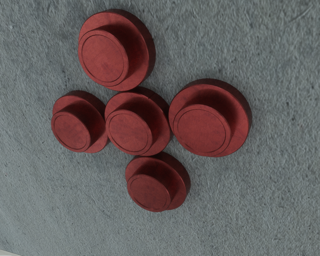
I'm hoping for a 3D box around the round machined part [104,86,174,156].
[{"bbox_3d":[-0.032,-0.003,0.411,0.098,0.042,0.097,13,124,20],"label":"round machined part"}]

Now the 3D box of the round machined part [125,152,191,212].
[{"bbox_3d":[-0.008,0.083,0.451,0.098,0.042,0.097,13,124,20],"label":"round machined part"}]

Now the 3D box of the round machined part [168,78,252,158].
[{"bbox_3d":[0.054,-0.005,0.365,0.098,0.042,0.097,13,124,20],"label":"round machined part"}]

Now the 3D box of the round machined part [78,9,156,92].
[{"bbox_3d":[-0.058,-0.089,0.372,0.098,0.042,0.097,13,124,20],"label":"round machined part"}]

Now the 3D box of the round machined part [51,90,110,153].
[{"bbox_3d":[-0.119,-0.003,0.456,0.098,0.042,0.097,13,124,20],"label":"round machined part"}]
